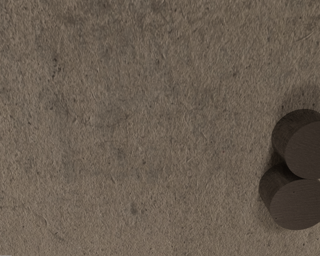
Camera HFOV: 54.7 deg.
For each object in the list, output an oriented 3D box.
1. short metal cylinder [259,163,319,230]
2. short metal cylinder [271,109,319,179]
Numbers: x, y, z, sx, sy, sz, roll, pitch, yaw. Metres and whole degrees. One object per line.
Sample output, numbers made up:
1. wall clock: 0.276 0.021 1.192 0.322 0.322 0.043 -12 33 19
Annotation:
1. short metal cylinder: 0.186 0.094 0.434 0.081 0.050 0.079 0 110 -1
2. short metal cylinder: 0.195 0.020 0.407 0.081 0.050 0.079 0 110 -1
